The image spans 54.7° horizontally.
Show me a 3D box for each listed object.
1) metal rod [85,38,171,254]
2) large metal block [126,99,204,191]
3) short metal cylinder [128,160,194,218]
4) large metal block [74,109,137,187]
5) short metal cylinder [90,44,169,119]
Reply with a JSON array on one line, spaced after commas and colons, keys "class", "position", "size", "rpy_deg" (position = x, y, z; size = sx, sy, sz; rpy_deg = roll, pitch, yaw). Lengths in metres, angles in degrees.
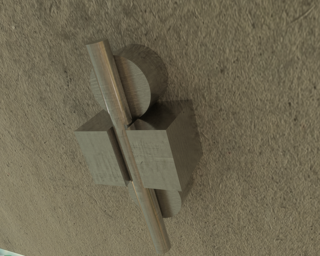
[{"class": "metal rod", "position": [-0.031, 0.041, 0.385], "size": [0.025, 0.025, 0.298], "rpy_deg": [-1, 118, 28]}, {"class": "large metal block", "position": [0.010, 0.018, 0.379], "size": [0.050, 0.080, 0.080], "rpy_deg": [-1, 118, 28]}, {"class": "short metal cylinder", "position": [0.002, 0.080, 0.441], "size": [0.080, 0.050, 0.079], "rpy_deg": [13, 123, 21]}, {"class": "large metal block", "position": [-0.057, 0.020, 0.415], "size": [0.050, 0.080, 0.080], "rpy_deg": [-1, 118, 28]}, {"class": "short metal cylinder", "position": [-0.036, -0.056, 0.376], "size": [0.080, 0.050, 0.079], "rpy_deg": [13, 123, 21]}]
